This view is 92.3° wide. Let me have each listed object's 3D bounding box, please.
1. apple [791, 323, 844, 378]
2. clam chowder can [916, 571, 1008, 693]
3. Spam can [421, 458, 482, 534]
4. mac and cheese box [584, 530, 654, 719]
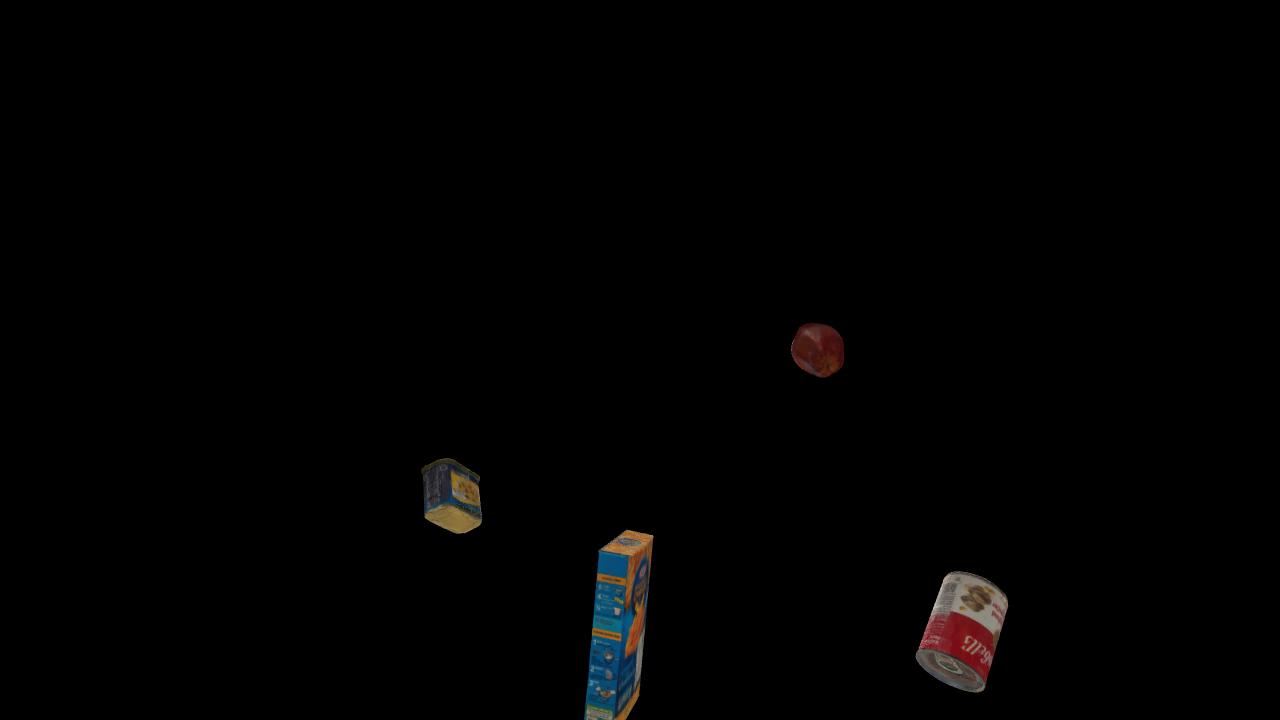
[{"bbox_3d":[0.275,-0.015,0.947,0.079,0.079,0.093,0,29,-8],"label":"apple"},{"bbox_3d":[0.349,0.291,0.664,0.068,0.068,0.102,0,41,46],"label":"clam chowder can"},{"bbox_3d":[-0.297,0.217,0.976,0.058,0.085,0.101,-27,-39,10],"label":"Spam can"},{"bbox_3d":[-0.021,0.287,0.661,0.041,0.184,0.093,5,-1,18],"label":"mac and cheese box"}]
